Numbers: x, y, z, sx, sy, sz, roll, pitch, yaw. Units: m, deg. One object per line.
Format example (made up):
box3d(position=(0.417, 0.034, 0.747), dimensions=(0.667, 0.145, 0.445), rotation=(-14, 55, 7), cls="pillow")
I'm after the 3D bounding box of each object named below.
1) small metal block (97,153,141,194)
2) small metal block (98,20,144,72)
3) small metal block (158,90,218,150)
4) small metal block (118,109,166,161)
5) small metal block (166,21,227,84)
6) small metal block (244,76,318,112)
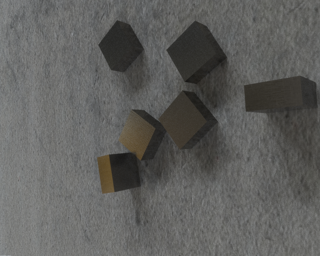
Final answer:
box3d(position=(-0.057, 0.062, 0.433), dimensions=(0.025, 0.050, 0.050), rotation=(-16, 80, 39), cls="small metal block")
box3d(position=(-0.057, -0.118, 0.450), dimensions=(0.050, 0.025, 0.050), rotation=(-42, 65, 32), cls="small metal block")
box3d(position=(0.033, -0.009, 0.376), dimensions=(0.050, 0.025, 0.050), rotation=(-49, 61, 28), cls="small metal block")
box3d(position=(-0.024, 0.009, 0.423), dimensions=(0.050, 0.025, 0.050), rotation=(38, 113, 33), cls="small metal block")
box3d(position=(0.043, -0.089, 0.368), dimensions=(0.050, 0.025, 0.050), rotation=(-40, 66, 32), cls="small metal block")
box3d(position=(0.115, -0.030, 0.293), dimensions=(0.050, 0.050, 0.025), rotation=(-6, 87, 39), cls="small metal block")
